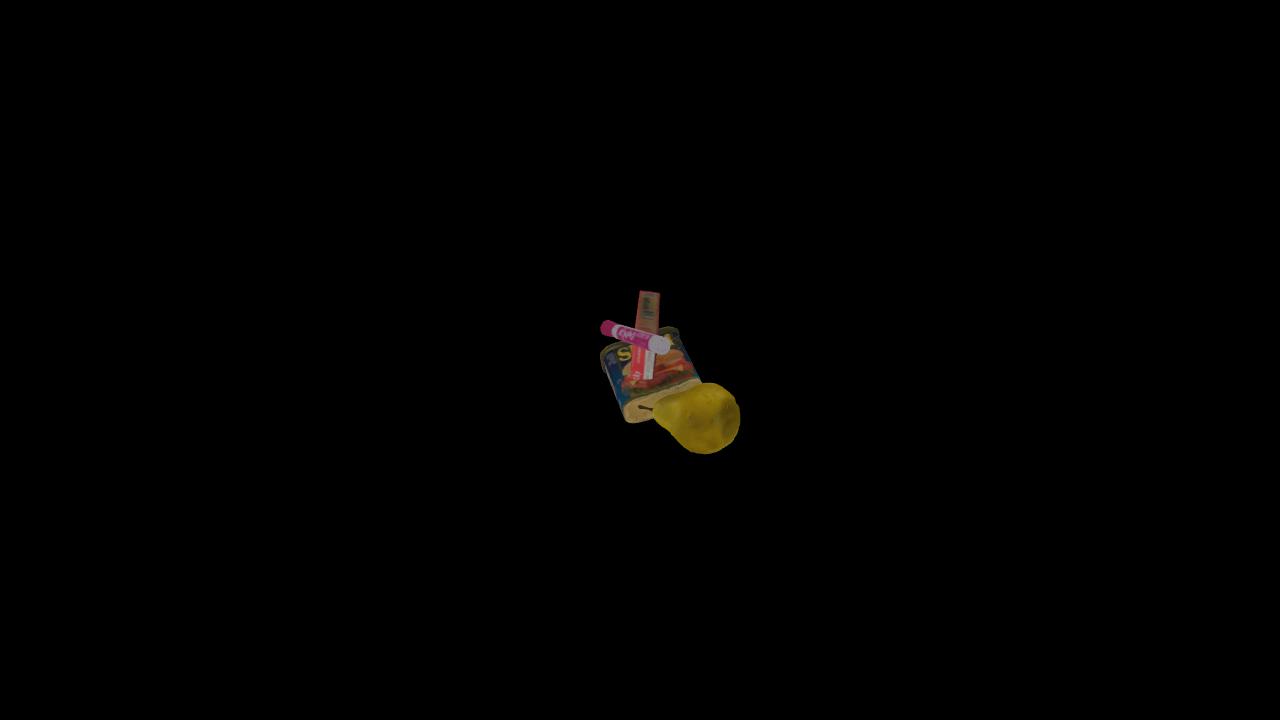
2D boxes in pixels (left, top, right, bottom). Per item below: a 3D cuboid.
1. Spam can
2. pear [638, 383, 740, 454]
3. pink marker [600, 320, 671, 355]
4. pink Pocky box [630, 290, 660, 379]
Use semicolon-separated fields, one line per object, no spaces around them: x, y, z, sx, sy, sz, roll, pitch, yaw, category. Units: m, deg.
0.014;0.019;0.724;0.101;0.085;0.058;-18;-37;-7;Spam can
0.051;0.060;0.669;0.111;0.080;0.080;9;6;42;pear
-0.009;-0.026;0.673;0.020;0.020;0.121;0;12;-33;pink marker
0.006;-0.022;0.753;0.029;0.084;0.155;6;25;0;pink Pocky box
